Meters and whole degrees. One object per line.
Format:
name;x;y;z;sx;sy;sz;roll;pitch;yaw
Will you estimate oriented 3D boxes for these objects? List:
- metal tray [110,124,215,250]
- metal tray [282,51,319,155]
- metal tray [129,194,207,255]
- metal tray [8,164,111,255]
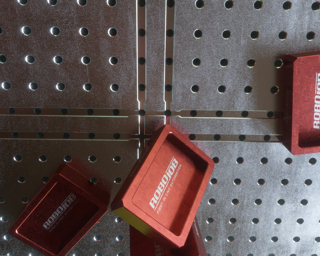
metal tray;0.009;0.069;0.385;0.090;0.130;0.030;40;141;-12
metal tray;0.210;-0.033;0.401;0.091;0.030;0.129;-7;110;2
metal tray;0.006;0.143;0.409;0.090;0.130;0.030;-29;119;10
metal tray;-0.146;0.127;0.455;0.090;0.030;0.130;38;105;-14
